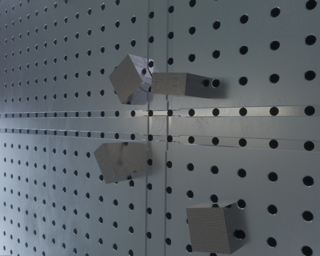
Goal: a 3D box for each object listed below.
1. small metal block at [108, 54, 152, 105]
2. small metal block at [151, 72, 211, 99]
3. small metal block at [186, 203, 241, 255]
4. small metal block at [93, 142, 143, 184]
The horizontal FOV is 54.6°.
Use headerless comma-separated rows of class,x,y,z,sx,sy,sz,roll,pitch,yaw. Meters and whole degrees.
small metal block,-0.041,-0.069,0.445,0.050,0.025,0.050,-41,65,32
small metal block,0.025,-0.051,0.373,0.050,0.050,0.025,9,96,40
small metal block,0.061,0.115,0.360,0.050,0.025,0.050,-13,82,39
small metal block,-0.060,0.049,0.444,0.025,0.050,0.050,-41,65,33
